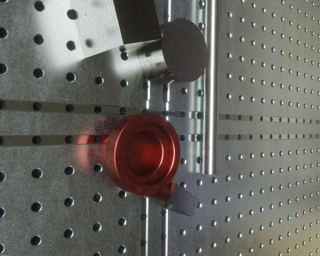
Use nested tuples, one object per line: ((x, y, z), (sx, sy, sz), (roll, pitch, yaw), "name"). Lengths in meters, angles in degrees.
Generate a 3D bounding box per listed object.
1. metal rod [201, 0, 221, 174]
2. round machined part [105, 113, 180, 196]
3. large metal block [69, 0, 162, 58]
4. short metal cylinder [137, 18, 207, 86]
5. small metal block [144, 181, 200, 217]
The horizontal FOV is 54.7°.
((0.079, -0.080, 0.477), (0.025, 0.025, 0.298), (2, 89, -40), "metal rod")
((-0.025, 0.031, 0.379), (0.099, 0.042, 0.097), (0, 90, -40), "round machined part")
((-0.051, -0.125, 0.332), (0.050, 0.080, 0.079), (-22, 104, -38), "large metal block")
((0.017, -0.098, 0.409), (0.081, 0.050, 0.079), (0, 90, -40), "short metal cylinder")
((0.014, 0.091, 0.407), (0.050, 0.050, 0.025), (39, 66, -34), "small metal block")
